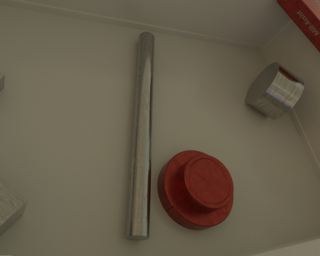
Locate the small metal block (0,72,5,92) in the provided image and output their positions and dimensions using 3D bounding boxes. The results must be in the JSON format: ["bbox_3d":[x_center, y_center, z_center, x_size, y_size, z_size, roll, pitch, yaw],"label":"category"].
[{"bbox_3d":[-0.202,-0.045,0.325,0.050,0.025,0.050,28,52,-11],"label":"small metal block"}]

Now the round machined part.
[{"bbox_3d":[0.050,0.071,0.380,0.099,0.042,0.098,14,56,-21],"label":"round machined part"}]

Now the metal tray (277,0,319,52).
[{"bbox_3d":[0.260,-0.176,0.502,0.091,0.030,0.130,-25,76,-37],"label":"metal tray"}]

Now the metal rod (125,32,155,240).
[{"bbox_3d":[-0.022,-0.012,0.402,0.025,0.025,0.299,14,56,-21],"label":"metal rod"}]

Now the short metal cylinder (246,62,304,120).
[{"bbox_3d":[0.188,-0.061,0.512,0.050,0.080,0.080,32,51,-8],"label":"short metal cylinder"}]

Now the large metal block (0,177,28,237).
[{"bbox_3d":[-0.173,0.069,0.254,0.080,0.050,0.080,42,51,0],"label":"large metal block"}]
